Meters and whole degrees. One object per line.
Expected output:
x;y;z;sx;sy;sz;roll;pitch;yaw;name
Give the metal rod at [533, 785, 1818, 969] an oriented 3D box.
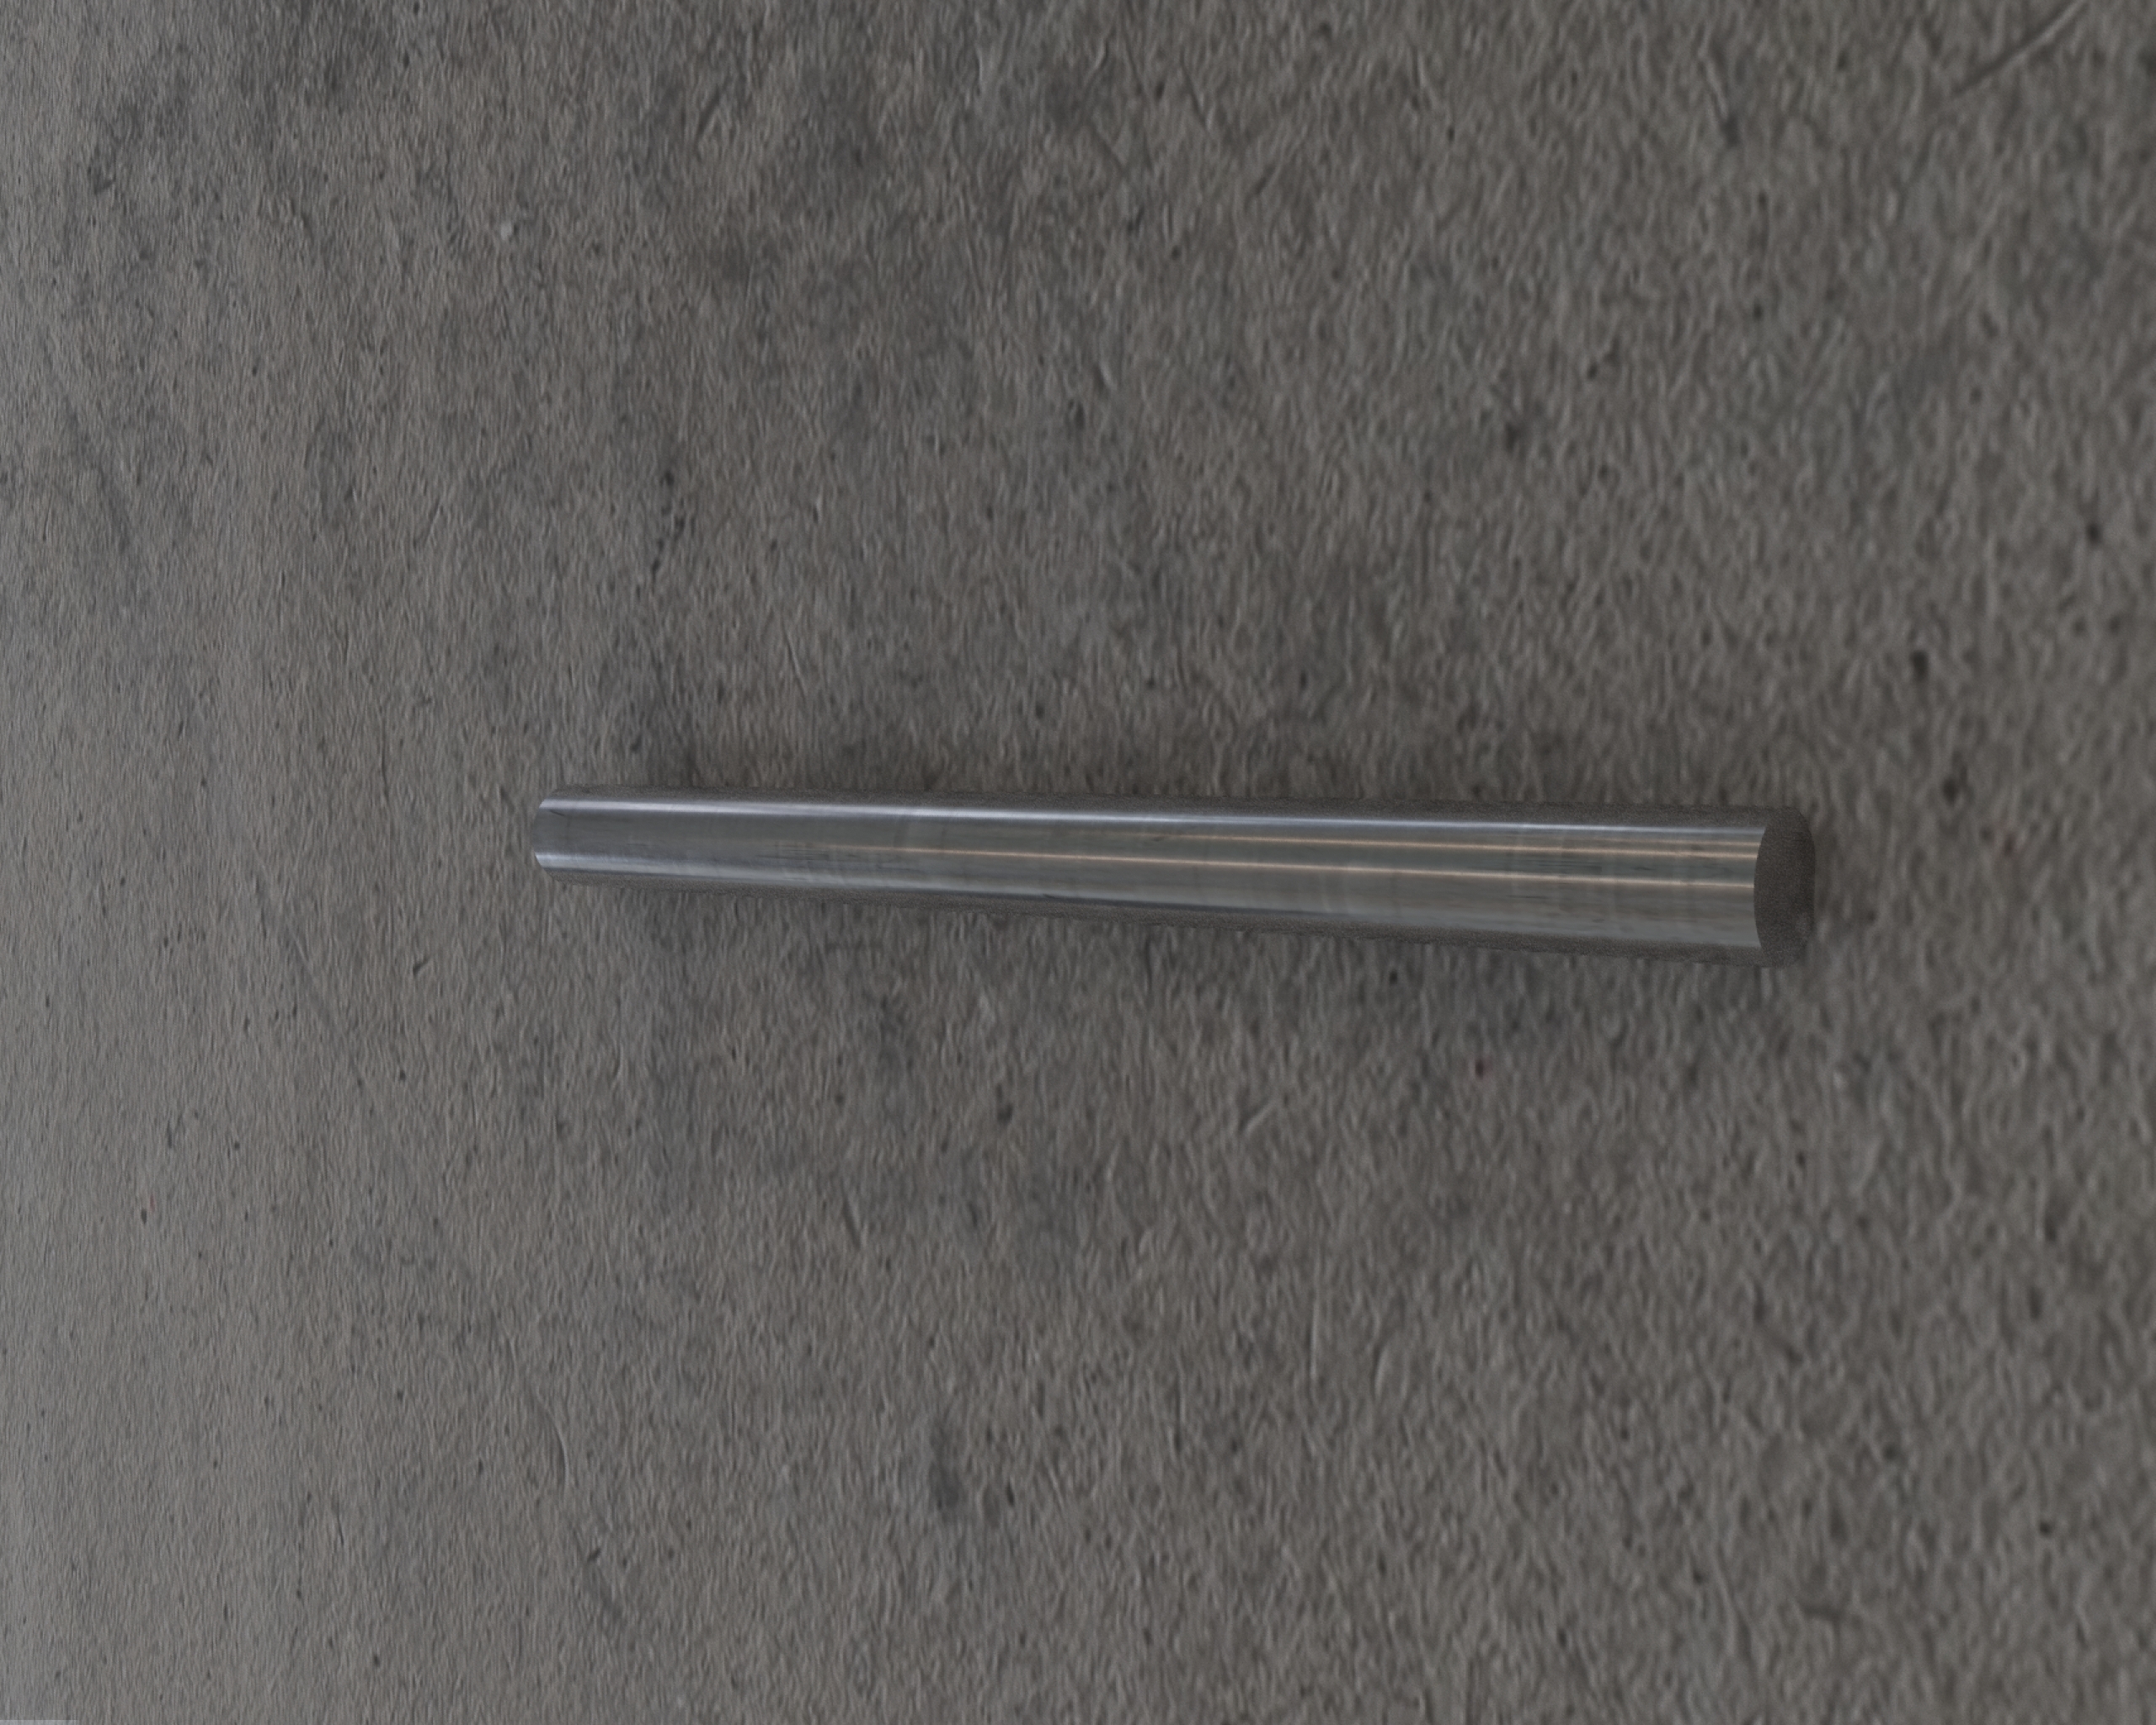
-0.007;-0.002;0.414;0.300;0.025;0.025;3;92;40;metal rod
